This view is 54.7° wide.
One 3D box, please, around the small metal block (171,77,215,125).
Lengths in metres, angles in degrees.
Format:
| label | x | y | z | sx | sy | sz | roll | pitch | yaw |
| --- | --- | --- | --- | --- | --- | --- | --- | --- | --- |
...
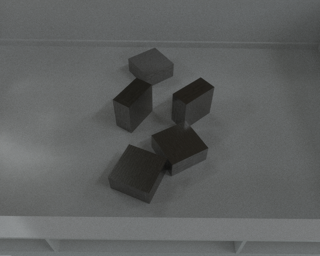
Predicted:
| label | x | y | z | sx | sy | sz | roll | pitch | yaw |
| --- | --- | --- | --- | --- | --- | --- | --- | --- | --- |
| small metal block | 0.043 | -0.032 | 0.417 | 0.050 | 0.050 | 0.025 | -33 | 58 | -25 |

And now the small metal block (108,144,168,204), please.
| label | x | y | z | sx | sy | sz | roll | pitch | yaw |
| --- | --- | --- | --- | --- | --- | --- | --- | --- | --- |
| small metal block | -0.024 | 0.053 | 0.361 | 0.050 | 0.025 | 0.050 | 19 | 53 | 15 |

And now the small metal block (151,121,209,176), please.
| label | x | y | z | sx | sy | sz | roll | pitch | yaw |
| --- | --- | --- | --- | --- | --- | --- | --- | --- | --- |
| small metal block | 0.024 | 0.024 | 0.385 | 0.050 | 0.025 | 0.050 | -23 | 54 | -19 |

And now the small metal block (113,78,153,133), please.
| label | x | y | z | sx | sy | sz | roll | pitch | yaw |
| --- | --- | --- | --- | --- | --- | --- | --- | --- | --- |
| small metal block | -0.035 | -0.030 | 0.414 | 0.025 | 0.050 | 0.050 | 27 | 55 | 20 |

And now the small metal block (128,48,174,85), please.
| label | x | y | z | sx | sy | sz | roll | pitch | yaw |
| --- | --- | --- | --- | --- | --- | --- | --- | --- | --- |
| small metal block | -0.014 | -0.095 | 0.485 | 0.050 | 0.025 | 0.050 | -29 | 56 | -22 |
